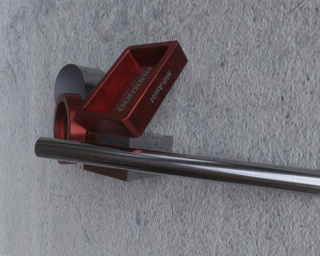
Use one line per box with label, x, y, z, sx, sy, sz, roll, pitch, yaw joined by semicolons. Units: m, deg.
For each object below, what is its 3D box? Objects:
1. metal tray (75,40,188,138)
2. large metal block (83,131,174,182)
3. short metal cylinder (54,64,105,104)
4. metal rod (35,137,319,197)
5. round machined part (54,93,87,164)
metal tray;-0.033;-0.051;0.379;0.090;0.030;0.130;6;54;39
large metal block;-0.040;0.032;0.401;0.080;0.081;0.050;6;94;39
short metal cylinder;-0.122;-0.057;0.488;0.080;0.050;0.079;0;90;39
metal rod;0.006;0.037;0.323;0.301;0.025;0.025;6;94;15
round machined part;-0.117;0.001;0.431;0.098;0.042;0.097;-3;86;60
